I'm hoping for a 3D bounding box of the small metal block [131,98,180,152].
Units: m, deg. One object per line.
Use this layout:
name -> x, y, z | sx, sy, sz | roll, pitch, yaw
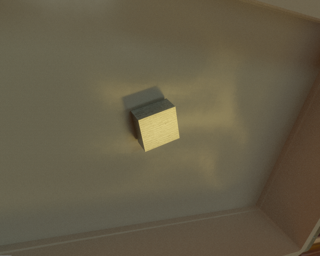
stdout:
small metal block -> -0.005, -0.004, 0.400 | 0.050, 0.025, 0.050 | -21, 127, -16
